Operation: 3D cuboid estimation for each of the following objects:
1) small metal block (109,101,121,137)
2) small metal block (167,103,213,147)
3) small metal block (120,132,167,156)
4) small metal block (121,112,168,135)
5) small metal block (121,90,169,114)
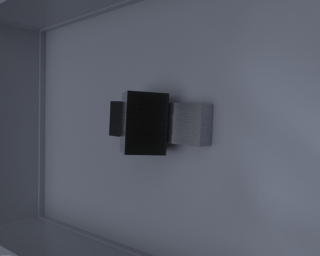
[{"bbox_3d":[-0.045,-0.012,0.440,0.050,0.025,0.050,5,93,39],"label":"small metal block"},{"bbox_3d":[0.035,-0.005,0.375,0.050,0.025,0.050,4,93,39],"label":"small metal block"},{"bbox_3d":[-0.023,0.019,0.392,0.050,0.050,0.025,-172,84,-76],"label":"small metal block"},{"bbox_3d":[-0.021,-0.006,0.391,0.050,0.050,0.025,-172,84,-76],"label":"small metal block"},{"bbox_3d":[-0.020,-0.031,0.389,0.050,0.050,0.025,-169,81,-76],"label":"small metal block"}]
